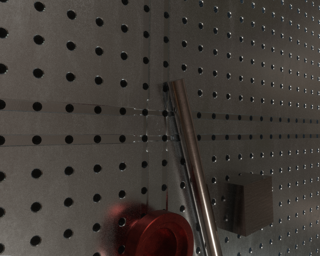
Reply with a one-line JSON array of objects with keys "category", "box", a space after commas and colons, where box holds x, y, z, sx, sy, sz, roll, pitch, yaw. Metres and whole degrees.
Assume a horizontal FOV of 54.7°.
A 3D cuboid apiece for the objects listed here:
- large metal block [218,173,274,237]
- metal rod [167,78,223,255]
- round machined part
[{"category": "large metal block", "box": [0.144, 0.124, 0.517, 0.081, 0.050, 0.079, -6, 94, -40]}, {"category": "metal rod", "box": [0.056, 0.076, 0.458, 0.025, 0.025, 0.298, -23, 104, -38]}, {"category": "round machined part", "box": [-0.006, 0.154, 0.396, 0.099, 0.042, 0.097, 0, 90, -40]}]
